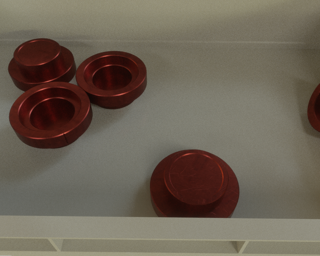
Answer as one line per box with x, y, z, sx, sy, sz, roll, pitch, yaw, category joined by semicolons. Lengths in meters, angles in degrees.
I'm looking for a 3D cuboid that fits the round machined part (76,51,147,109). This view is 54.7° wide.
-0.068;-0.065;0.448;0.099;0.042;0.098;0;50;0;round machined part

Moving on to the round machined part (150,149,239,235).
0.038;0.062;0.342;0.099;0.042;0.098;0;50;0;round machined part

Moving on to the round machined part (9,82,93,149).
-0.137;-0.012;0.403;0.099;0.042;0.098;0;50;0;round machined part

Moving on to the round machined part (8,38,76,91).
-0.184;-0.102;0.479;0.099;0.042;0.098;0;50;0;round machined part

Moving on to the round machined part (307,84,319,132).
0.244;-0.029;0.393;0.042;0.097;0.098;25;47;-20;round machined part
